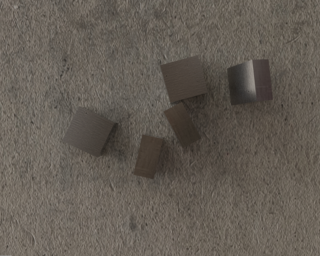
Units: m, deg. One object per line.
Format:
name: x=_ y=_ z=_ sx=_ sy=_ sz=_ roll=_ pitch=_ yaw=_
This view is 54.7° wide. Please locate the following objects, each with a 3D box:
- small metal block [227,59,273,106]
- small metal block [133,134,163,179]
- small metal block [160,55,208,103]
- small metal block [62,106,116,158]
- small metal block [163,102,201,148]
small metal block: x=0.114 y=-0.057 z=0.395 sx=0.025 sy=0.050 sz=0.050 roll=-6 pitch=90 yaw=-24
small metal block: x=-0.014 y=0.035 z=0.397 sx=0.025 sy=0.050 sz=0.050 roll=13 pitch=90 yaw=0
small metal block: x=0.031 y=-0.063 z=0.410 sx=0.050 sy=0.025 sz=0.050 roll=-15 pitch=90 yaw=0
small metal block: x=-0.092 y=0.005 z=0.409 sx=0.050 sy=0.025 sz=0.050 roll=25 pitch=90 yaw=0
small metal block: x=0.027 y=-0.004 z=0.398 sx=0.025 sy=0.050 sz=0.050 roll=-28 pitch=90 yaw=0
